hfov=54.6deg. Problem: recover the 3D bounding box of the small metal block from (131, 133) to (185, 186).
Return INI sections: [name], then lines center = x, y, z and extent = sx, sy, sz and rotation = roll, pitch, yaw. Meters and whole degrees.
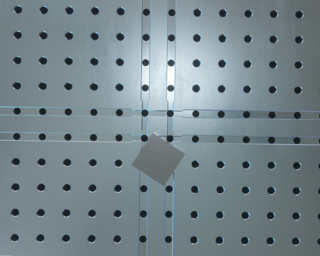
[small metal block]
center = -0.002, 0.041, 0.413
extent = 0.050, 0.025, 0.050
rotation = 33, 90, 0
